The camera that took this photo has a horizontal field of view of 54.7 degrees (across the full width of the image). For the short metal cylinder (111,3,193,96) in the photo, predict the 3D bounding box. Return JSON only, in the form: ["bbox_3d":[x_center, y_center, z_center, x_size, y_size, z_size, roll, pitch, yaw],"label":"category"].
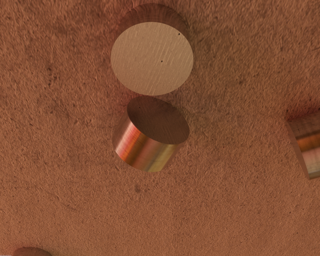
[{"bbox_3d":[-0.008,-0.081,0.322,0.081,0.050,0.079,0,130,0],"label":"short metal cylinder"}]

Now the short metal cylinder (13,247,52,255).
[{"bbox_3d":[-0.266,0.287,0.632,0.081,0.050,0.079,0,130,0],"label":"short metal cylinder"}]

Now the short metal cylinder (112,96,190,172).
[{"bbox_3d":[-0.011,0.006,0.376,0.080,0.080,0.050,20,127,-16],"label":"short metal cylinder"}]

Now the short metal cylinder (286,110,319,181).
[{"bbox_3d":[0.199,0.021,0.390,0.050,0.080,0.080,-20,127,16],"label":"short metal cylinder"}]
